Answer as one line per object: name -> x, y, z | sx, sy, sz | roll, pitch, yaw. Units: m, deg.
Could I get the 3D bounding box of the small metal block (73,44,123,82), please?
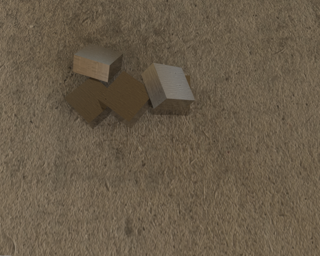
small metal block -> -0.085, -0.091, 0.429 | 0.050, 0.025, 0.050 | 18, 34, 6

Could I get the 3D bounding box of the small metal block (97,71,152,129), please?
small metal block -> -0.042, -0.036, 0.394 | 0.050, 0.025, 0.050 | 36, 74, 12

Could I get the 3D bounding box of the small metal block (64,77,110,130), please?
small metal block -> -0.091, -0.035, 0.421 | 0.050, 0.025, 0.050 | -43, 76, -14

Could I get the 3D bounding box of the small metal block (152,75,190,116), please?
small metal block -> 0.015, -0.045, 0.426 | 0.050, 0.025, 0.050 | 2, 70, 0

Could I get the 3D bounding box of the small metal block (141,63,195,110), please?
small metal block -> 0.011, -0.051, 0.388 | 0.050, 0.025, 0.050 | -1, 64, -44
